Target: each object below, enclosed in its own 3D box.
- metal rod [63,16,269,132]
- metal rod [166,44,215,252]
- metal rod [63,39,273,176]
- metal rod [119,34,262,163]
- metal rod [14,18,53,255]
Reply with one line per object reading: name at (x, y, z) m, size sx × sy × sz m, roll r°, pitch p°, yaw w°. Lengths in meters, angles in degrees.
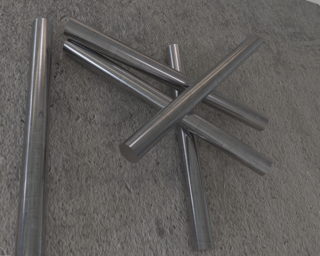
metal rod at (0.019, -0.066, 0.420) m, size 0.302 × 0.025 × 0.025 m, roll 24°, pitch 53°, yaw -15°
metal rod at (0.035, 0.006, 0.418) m, size 0.025 × 0.025 × 0.299 m, roll 8°, pitch 58°, yaw -24°
metal rod at (0.008, -0.029, 0.399) m, size 0.301 × 0.025 × 0.025 m, roll 32°, pitch 51°, yaw 3°
metal rod at (0.059, -0.055, 0.403) m, size 0.025 × 0.025 × 0.302 m, roll 46°, pitch 54°, yaw 3°
metal rod at (-0.132, -0.002, 0.333) m, size 0.025 × 0.025 × 0.299 m, roll 6°, pitch 59°, yaw -25°
